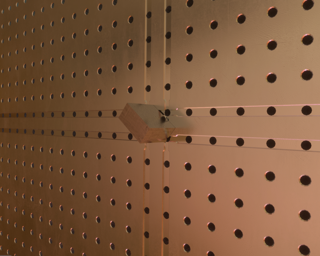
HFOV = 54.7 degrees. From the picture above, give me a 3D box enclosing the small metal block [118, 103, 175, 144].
[{"bbox_3d":[-0.017,-0.007,0.405,0.050,0.050,0.025,47,118,29],"label":"small metal block"}]
